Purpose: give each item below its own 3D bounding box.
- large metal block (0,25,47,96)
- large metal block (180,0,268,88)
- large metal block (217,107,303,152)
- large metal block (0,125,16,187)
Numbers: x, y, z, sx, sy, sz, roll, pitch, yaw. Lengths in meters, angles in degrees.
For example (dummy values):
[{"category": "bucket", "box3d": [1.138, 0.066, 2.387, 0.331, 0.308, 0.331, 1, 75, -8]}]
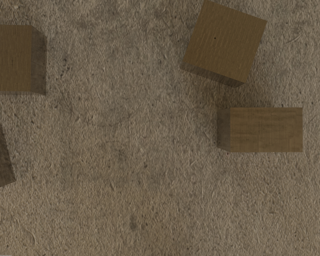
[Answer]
[{"category": "large metal block", "box3d": [-0.195, -0.084, 0.396, 0.081, 0.050, 0.079, 1, 90, 0]}, {"category": "large metal block", "box3d": [0.078, -0.105, 0.398, 0.080, 0.050, 0.080, 19, 90, 0]}, {"category": "large metal block", "box3d": [0.118, 0.002, 0.383, 0.081, 0.080, 0.050, 0, 90, 0]}, {"category": "large metal block", "box3d": [-0.245, 0.044, 0.395, 0.080, 0.050, 0.080, -15, 90, 0]}]
